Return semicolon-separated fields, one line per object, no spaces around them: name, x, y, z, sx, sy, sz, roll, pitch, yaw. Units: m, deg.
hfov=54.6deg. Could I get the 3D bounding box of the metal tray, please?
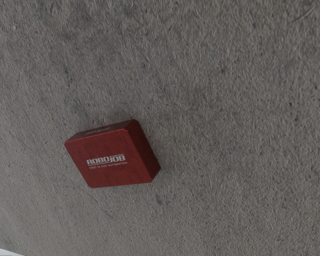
metal tray;-0.074;0.043;0.470;0.130;0.030;0.090;-12;112;33
